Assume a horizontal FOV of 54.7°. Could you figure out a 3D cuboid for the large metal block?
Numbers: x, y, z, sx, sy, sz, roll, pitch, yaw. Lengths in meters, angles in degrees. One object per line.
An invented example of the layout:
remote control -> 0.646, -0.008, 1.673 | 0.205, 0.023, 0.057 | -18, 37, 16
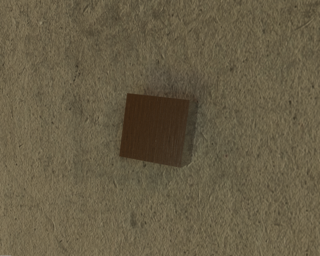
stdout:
large metal block -> 0.000, 0.001, 0.396 | 0.080, 0.050, 0.079 | 8, 93, 19
